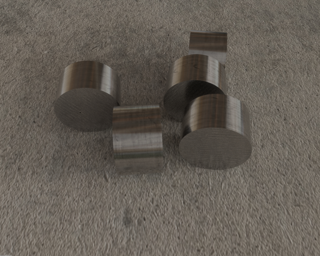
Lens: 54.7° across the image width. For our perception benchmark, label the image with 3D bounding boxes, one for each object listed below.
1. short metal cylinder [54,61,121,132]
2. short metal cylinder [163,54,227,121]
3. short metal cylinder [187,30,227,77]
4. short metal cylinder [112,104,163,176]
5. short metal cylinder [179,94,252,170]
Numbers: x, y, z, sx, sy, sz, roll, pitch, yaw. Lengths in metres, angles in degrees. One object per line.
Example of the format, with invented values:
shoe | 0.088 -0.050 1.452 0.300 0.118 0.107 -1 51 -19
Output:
short metal cylinder | -0.091 -0.039 0.400 0.081 0.080 0.050 -4 50 -3
short metal cylinder | 0.047 -0.050 0.409 0.080 0.080 0.050 5 50 4
short metal cylinder | 0.066 -0.100 0.452 0.050 0.080 0.080 5 50 4
short metal cylinder | -0.025 0.013 0.356 0.050 0.080 0.080 -3 50 -3
short metal cylinder | 0.065 0.006 0.363 0.080 0.080 0.050 6 50 5
